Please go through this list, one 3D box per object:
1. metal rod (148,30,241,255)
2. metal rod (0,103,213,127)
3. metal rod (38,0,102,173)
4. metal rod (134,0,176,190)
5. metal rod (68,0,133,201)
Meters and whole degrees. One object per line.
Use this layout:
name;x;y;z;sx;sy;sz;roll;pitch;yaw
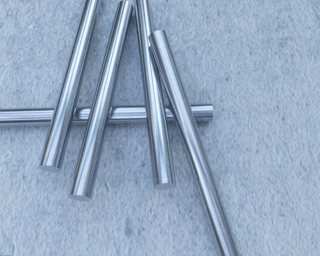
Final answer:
metal rod;0.039;0.017;0.381;0.025;0.025;0.299;-16;79;-6
metal rod;-0.082;-0.017;0.413;0.302;0.025;0.025;-2;70;-1
metal rod;-0.112;-0.086;0.419;0.025;0.025;0.299;5;63;1
metal rod;-0.012;-0.067;0.411;0.025;0.025;0.299;-6;62;-3
metal rod;-0.070;-0.055;0.404;0.025;0.025;0.299;6;61;2
